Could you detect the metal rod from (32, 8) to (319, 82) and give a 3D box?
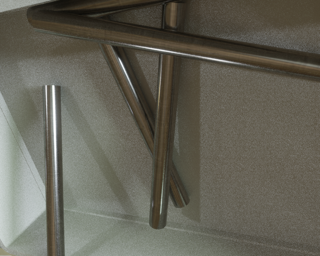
[{"bbox_3d":[0.016,-0.085,0.311,0.301,0.025,0.025,12,124,8],"label":"metal rod"}]

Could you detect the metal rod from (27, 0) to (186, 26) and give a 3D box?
[{"bbox_3d":[-0.007,-0.133,0.305,0.301,0.025,0.025,-2,118,22],"label":"metal rod"}]

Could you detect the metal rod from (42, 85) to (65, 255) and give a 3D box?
[{"bbox_3d":[-0.158,0.087,0.462,0.025,0.025,0.298,1,93,27],"label":"metal rod"}]

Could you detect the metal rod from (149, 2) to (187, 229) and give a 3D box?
[{"bbox_3d":[0.006,0.004,0.384,0.025,0.025,0.298,14,117,20],"label":"metal rod"}]

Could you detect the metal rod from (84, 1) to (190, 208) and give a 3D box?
[{"bbox_3d":[-0.025,-0.019,0.408,0.025,0.025,0.299,-11,113,32],"label":"metal rod"}]
